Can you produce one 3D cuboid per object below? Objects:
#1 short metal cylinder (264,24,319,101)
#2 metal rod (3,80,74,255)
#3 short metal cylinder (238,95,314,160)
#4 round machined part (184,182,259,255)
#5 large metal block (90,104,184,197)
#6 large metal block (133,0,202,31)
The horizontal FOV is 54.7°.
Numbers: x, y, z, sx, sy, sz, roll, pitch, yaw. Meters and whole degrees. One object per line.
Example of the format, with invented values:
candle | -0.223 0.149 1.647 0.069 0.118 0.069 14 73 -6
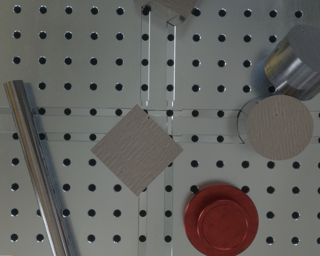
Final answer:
short metal cylinder | 0.179 -0.081 0.384 0.081 0.050 0.080 8 59 -14
metal rod | -0.153 0.083 0.412 0.025 0.025 0.298 -16 90 0
short metal cylinder | 0.145 -0.002 0.398 0.080 0.050 0.079 0 95 2
round machined part | 0.081 0.123 0.405 0.099 0.042 0.097 0 90 0
large metal block | -0.028 0.027 0.401 0.080 0.050 0.080 45 90 0
large metal block | 0.018 -0.187 0.401 0.080 0.050 0.080 30 90 0
